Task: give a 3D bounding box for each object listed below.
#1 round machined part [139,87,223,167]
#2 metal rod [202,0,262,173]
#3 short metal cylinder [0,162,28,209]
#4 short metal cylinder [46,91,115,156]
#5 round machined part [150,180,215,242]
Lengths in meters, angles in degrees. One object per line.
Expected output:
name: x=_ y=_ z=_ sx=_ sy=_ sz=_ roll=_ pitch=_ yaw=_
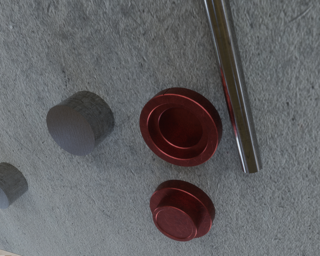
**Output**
round machined part: x=0.028 y=-0.005 z=0.377 sx=0.098 sy=0.042 sz=0.097 roll=13 pitch=124 yaw=20
metal rod: x=0.068 y=-0.083 z=0.319 sx=0.025 sy=0.025 sz=0.298 roll=-5 pitch=116 yaw=30
short metal cylinder: x=-0.318 y=0.116 z=0.626 sx=0.080 sy=0.050 sz=0.079 roll=13 pitch=124 yaw=20
short metal cylinder: x=-0.113 y=-0.007 z=0.444 sx=0.080 sy=0.050 sz=0.079 roll=13 pitch=124 yaw=20
round machined part: x=0.028 y=0.128 z=0.459 sx=0.098 sy=0.042 sz=0.097 roll=13 pitch=124 yaw=20
